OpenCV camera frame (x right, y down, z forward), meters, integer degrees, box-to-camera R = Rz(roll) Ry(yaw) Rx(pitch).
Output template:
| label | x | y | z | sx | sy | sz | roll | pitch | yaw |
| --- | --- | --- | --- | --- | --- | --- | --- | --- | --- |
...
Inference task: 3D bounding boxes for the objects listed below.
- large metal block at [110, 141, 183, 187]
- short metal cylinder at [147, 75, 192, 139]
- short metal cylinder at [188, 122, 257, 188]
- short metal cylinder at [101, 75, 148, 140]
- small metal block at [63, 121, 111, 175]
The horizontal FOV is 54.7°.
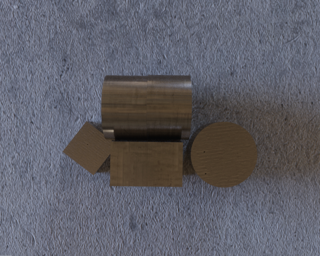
| label | x | y | z | sx | sy | sz | roll | pitch | yaw |
| --- | --- | --- | --- | --- | --- | --- | --- | --- | --- |
| large metal block | -0.015 | 0.040 | 0.384 | 0.081 | 0.080 | 0.050 | 1 | 90 | 0 |
| short metal cylinder | 0.010 | -0.025 | 0.384 | 0.050 | 0.080 | 0.079 | 1 | 90 | 0 |
| short metal cylinder | 0.077 | 0.032 | 0.399 | 0.081 | 0.050 | 0.079 | 0 | 90 | 0 |
| short metal cylinder | -0.040 | -0.025 | 0.384 | 0.050 | 0.080 | 0.079 | 1 | 90 | 0 |
| small metal block | -0.090 | 0.026 | 0.411 | 0.050 | 0.025 | 0.050 | 38 | 90 | 0 |
